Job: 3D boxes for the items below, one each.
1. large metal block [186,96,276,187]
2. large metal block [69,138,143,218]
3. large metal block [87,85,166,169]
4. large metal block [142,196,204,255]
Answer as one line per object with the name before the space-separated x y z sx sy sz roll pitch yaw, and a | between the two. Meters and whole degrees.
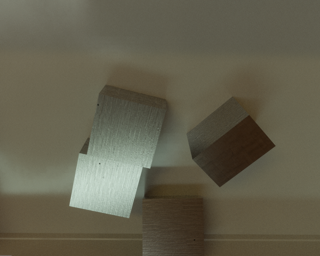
large metal block | 0.084 0.014 0.388 0.080 0.080 0.050 -40 106 13
large metal block | -0.071 0.067 0.422 0.081 0.050 0.079 13 110 -6
large metal block | -0.042 -0.003 0.396 0.081 0.050 0.079 13 109 -6
large metal block | 0.017 0.137 0.432 0.081 0.050 0.080 -1 82 -1
